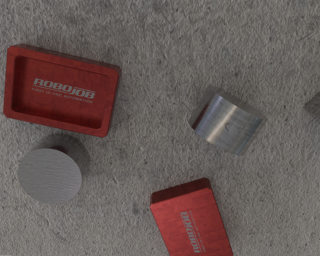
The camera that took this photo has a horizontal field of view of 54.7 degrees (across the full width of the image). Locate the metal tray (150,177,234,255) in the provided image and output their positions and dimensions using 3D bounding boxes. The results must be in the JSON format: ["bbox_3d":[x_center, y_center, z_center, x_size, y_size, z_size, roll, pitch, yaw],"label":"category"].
[{"bbox_3d":[0.048,0.146,0.461,0.090,0.030,0.129,-18,109,6],"label":"metal tray"}]

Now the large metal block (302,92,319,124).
[{"bbox_3d":[0.247,-0.022,0.391,0.080,0.050,0.080,40,105,-14],"label":"large metal block"}]

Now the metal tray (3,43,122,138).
[{"bbox_3d":[-0.121,-0.046,0.388,0.131,0.030,0.089,12,110,-5],"label":"metal tray"}]

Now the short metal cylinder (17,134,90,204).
[{"bbox_3d":[-0.139,0.053,0.415,0.081,0.050,0.079,0,110,0],"label":"short metal cylinder"}]

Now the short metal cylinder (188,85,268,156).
[{"bbox_3d":[0.082,-0.010,0.377,0.080,0.080,0.050,26,108,-10],"label":"short metal cylinder"}]
